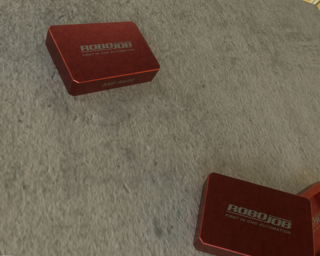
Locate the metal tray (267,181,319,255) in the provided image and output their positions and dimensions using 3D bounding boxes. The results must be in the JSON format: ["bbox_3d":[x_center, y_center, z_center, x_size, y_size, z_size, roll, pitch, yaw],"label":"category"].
[{"bbox_3d":[0.219,0.137,0.437,0.131,0.030,0.090,-17,71,-35],"label":"metal tray"}]

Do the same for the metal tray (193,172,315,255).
[{"bbox_3d":[0.113,0.114,0.370,0.131,0.030,0.090,15,53,1],"label":"metal tray"}]

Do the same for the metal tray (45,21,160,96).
[{"bbox_3d":[-0.075,-0.099,0.422,0.131,0.030,0.090,-17,71,-35],"label":"metal tray"}]
